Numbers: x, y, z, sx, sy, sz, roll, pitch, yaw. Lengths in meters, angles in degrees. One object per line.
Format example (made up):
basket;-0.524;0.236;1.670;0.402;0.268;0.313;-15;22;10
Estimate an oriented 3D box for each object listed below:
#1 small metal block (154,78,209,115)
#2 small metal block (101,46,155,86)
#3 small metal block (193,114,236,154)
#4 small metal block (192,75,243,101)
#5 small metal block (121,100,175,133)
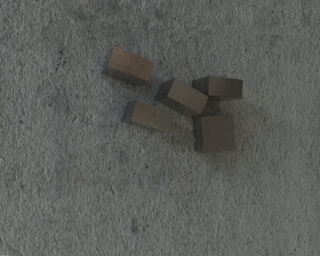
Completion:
small metal block;0.026;-0.039;0.405;0.050;0.050;0.025;27;81;-18
small metal block;-0.041;-0.074;0.380;0.050;0.050;0.025;18;84;-19
small metal block;0.077;0.007;0.437;0.050;0.025;0.050;-5;92;-20
small metal block;0.077;-0.053;0.424;0.050;0.050;0.025;4;89;-20
small metal block;-0.016;-0.013;0.390;0.050;0.050;0.025;18;84;-19
